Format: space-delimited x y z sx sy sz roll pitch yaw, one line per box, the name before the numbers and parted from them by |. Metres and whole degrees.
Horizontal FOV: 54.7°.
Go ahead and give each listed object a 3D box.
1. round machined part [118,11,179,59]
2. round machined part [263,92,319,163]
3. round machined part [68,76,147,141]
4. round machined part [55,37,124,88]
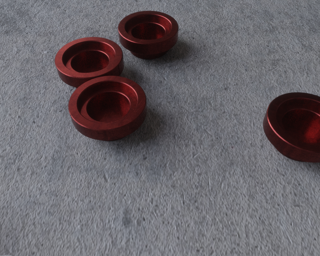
round machined part | -0.019 -0.152 0.520 0.099 0.042 0.098 0 50 0
round machined part | 0.180 0.003 0.390 0.099 0.042 0.098 0 50 0
round machined part | -0.067 -0.021 0.410 0.099 0.042 0.098 0 50 0
round machined part | -0.104 -0.092 0.469 0.099 0.042 0.098 0 50 0
